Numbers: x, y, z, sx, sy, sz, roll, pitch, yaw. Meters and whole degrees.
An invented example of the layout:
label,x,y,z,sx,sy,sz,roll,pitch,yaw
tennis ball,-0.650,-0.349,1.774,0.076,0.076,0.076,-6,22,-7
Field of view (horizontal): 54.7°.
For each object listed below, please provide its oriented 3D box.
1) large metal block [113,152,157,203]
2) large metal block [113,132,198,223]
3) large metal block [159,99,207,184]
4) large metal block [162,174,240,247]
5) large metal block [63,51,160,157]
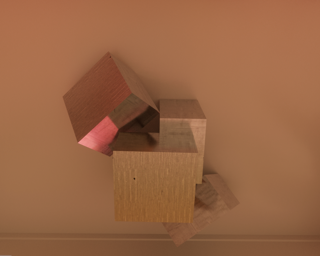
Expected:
label,x,y,z,sx,sy,sz,roll,pitch,yaw
large metal block,-0.029,0.059,0.402,0.050,0.080,0.079,1,110,-1
large metal block,-0.005,0.051,0.329,0.081,0.050,0.079,2,110,-1
large metal block,0.024,0.014,0.384,0.050,0.080,0.079,1,110,-1
large metal block,0.053,0.105,0.412,0.080,0.080,0.050,-39,71,13
large metal block,-0.059,-0.028,0.362,0.080,0.080,0.050,-41,140,13
